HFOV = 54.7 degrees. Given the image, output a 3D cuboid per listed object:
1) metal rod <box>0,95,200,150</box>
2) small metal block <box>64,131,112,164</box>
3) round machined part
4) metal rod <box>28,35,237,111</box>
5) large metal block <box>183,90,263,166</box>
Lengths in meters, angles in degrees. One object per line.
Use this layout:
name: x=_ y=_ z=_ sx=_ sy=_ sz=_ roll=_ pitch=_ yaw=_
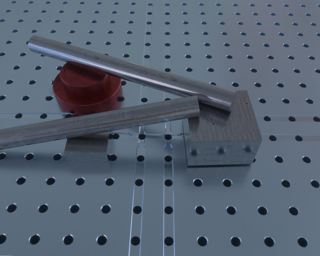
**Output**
metal rod: x=-0.104 y=-0.001 z=0.372 sx=0.302 sy=0.025 sz=0.025 roll=-9 pitch=50 yaw=5
small metal block: x=-0.089 y=0.018 z=0.392 sx=0.050 sy=0.025 sz=0.050 roll=0 pitch=50 yaw=-1
round machined part: x=-0.107 y=-0.068 z=0.452 sx=0.099 sy=0.042 sz=0.098 roll=0 pitch=50 yaw=0
metal rod: x=-0.049 y=-0.078 z=0.410 sx=0.301 sy=0.025 sz=0.025 roll=19 pitch=52 yaw=18
large metal block: x=0.073 y=-0.001 z=0.389 sx=0.081 sy=0.050 sz=0.080 roll=-1 pitch=50 yaw=-2
